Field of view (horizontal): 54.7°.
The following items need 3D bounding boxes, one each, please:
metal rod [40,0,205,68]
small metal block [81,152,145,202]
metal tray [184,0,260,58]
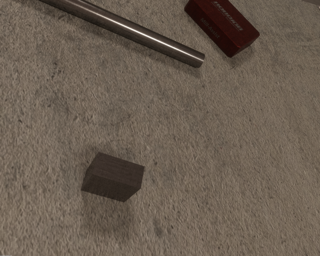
[{"bbox_3d":[-0.069,-0.158,0.464,0.302,0.025,0.025,19,54,-17],"label":"metal rod"},{"bbox_3d":[-0.051,0.054,0.329,0.050,0.050,0.025,20,54,-17],"label":"small metal block"},{"bbox_3d":[0.120,-0.203,0.592,0.130,0.030,0.091,49,51,6],"label":"metal tray"}]
